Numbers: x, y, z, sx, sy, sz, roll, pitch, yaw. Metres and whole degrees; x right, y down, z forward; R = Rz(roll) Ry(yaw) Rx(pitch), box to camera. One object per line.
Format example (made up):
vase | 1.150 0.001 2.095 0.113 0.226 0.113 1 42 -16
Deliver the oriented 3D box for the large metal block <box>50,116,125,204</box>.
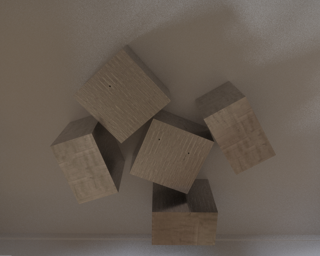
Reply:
large metal block | -0.086 0.035 0.392 0.050 0.080 0.080 -18 109 6

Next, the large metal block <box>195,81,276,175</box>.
large metal block | 0.089 -0.003 0.380 0.050 0.080 0.080 -29 108 10

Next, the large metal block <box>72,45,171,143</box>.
large metal block | -0.044 -0.043 0.380 0.080 0.050 0.080 -40 106 13

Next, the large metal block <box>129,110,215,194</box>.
large metal block | 0.014 0.029 0.407 0.080 0.050 0.079 21 109 -8

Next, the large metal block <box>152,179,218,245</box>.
large metal block | 0.030 0.112 0.423 0.081 0.080 0.050 1 110 -1
